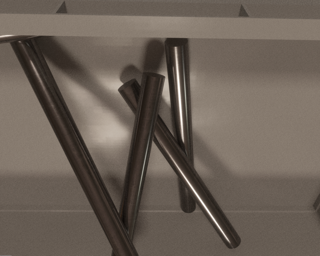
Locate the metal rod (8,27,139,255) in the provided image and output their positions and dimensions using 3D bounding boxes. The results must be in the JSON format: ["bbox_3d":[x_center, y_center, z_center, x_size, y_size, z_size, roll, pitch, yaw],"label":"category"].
[{"bbox_3d":[-0.093,0.033,0.357,0.025,0.025,0.299,-19,104,15],"label":"metal rod"}]

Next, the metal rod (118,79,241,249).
[{"bbox_3d":[0.038,0.063,0.424,0.025,0.025,0.299,-25,114,19],"label":"metal rod"}]

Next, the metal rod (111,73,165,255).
[{"bbox_3d":[-0.034,0.079,0.390,0.025,0.025,0.298,9,109,-8],"label":"metal rod"}]

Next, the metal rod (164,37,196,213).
[{"bbox_3d":[0.033,0.020,0.427,0.025,0.025,0.298,-5,130,3],"label":"metal rod"}]

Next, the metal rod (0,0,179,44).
[{"bbox_3d":[-0.133,-0.098,0.299,0.302,0.025,0.025,-9,130,-3],"label":"metal rod"}]
